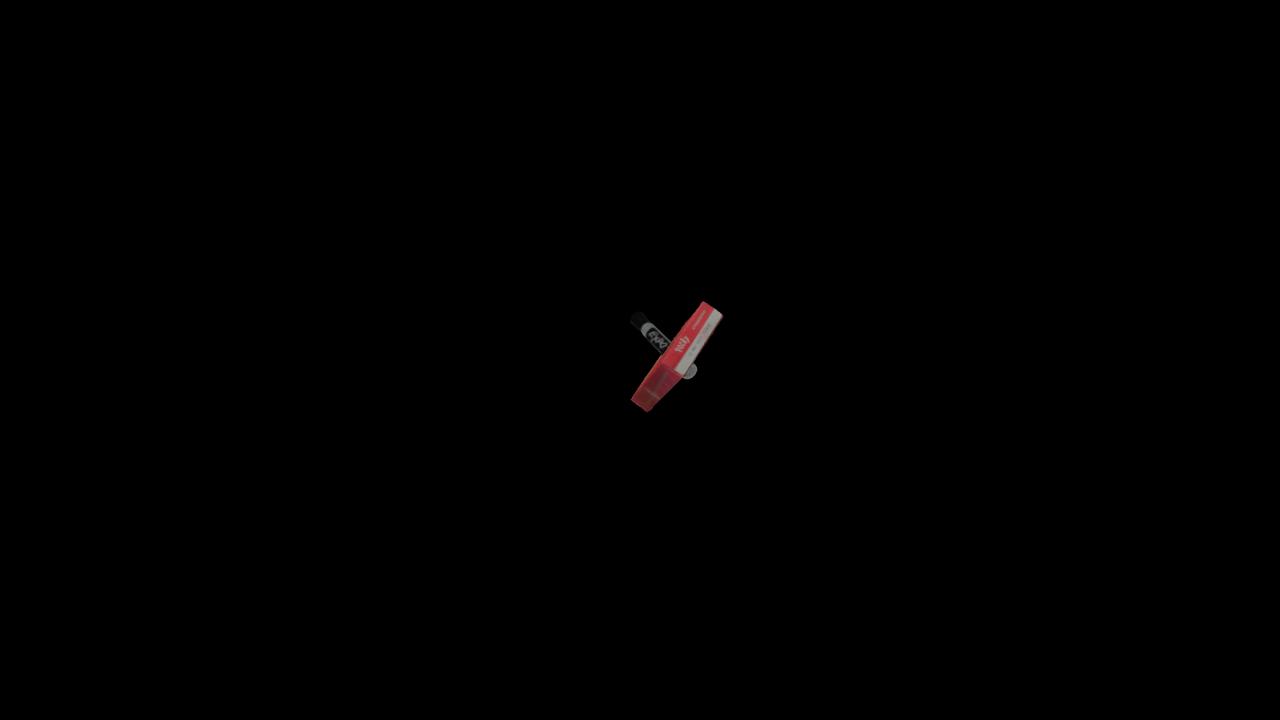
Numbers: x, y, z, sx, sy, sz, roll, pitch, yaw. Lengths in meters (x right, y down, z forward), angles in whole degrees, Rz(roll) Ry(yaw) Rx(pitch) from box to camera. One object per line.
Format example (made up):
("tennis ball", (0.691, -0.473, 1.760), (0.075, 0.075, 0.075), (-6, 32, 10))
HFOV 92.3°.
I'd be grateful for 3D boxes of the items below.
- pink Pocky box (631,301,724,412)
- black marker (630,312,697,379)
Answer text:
("pink Pocky box", (0.036, 0.002, 0.673), (0.029, 0.084, 0.155), (35, -21, 0))
("black marker", (0.023, -0.019, 0.678), (0.020, 0.020, 0.121), (0, 32, -34))
